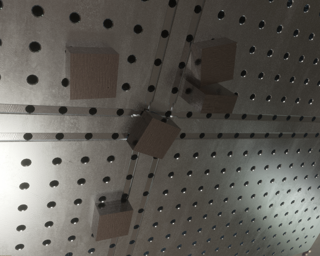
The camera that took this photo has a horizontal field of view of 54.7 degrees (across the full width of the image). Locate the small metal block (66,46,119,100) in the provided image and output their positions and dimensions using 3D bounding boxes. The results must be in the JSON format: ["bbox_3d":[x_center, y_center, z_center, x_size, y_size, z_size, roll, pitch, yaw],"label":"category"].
[{"bbox_3d":[-0.074,-0.059,0.335,0.050,0.025,0.050,-6,121,-26],"label":"small metal block"}]

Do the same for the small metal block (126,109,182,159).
[{"bbox_3d":[-0.008,0.009,0.414,0.050,0.025,0.050,22,107,-37],"label":"small metal block"}]

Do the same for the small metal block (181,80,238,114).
[{"bbox_3d":[0.064,-0.041,0.406,0.050,0.050,0.025,-1,119,-28],"label":"small metal block"}]

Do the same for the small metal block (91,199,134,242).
[{"bbox_3d":[-0.071,0.136,0.458,0.050,0.025,0.050,-2,119,-28],"label":"small metal block"}]

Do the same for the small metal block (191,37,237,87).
[{"bbox_3d":[0.068,-0.085,0.398,0.050,0.025,0.050,-16,125,-20],"label":"small metal block"}]
